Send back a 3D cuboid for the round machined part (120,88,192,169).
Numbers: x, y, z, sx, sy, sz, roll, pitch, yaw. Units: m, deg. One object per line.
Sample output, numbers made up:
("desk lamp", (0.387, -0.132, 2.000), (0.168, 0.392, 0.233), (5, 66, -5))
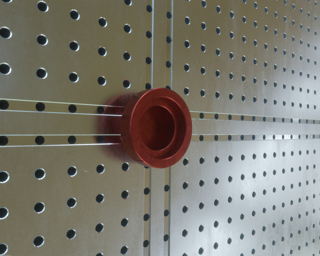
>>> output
("round machined part", (-0.009, 0.000, 0.390), (0.099, 0.042, 0.097), (0, 90, -40))
